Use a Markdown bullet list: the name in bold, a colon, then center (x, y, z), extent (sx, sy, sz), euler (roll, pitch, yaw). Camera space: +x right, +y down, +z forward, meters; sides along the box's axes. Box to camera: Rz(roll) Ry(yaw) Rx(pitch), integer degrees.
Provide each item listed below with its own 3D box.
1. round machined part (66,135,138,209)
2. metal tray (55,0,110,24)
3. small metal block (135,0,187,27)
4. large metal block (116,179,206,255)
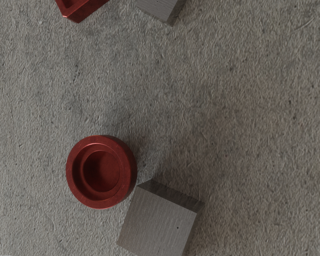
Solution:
- **round machined part**: center (-0.076, 0.058, 0.425), extent (0.098, 0.042, 0.097), euler (0, 90, 19)
- **metal tray**: center (-0.122, -0.232, 0.447), extent (0.090, 0.030, 0.130), euler (-30, 81, 17)
- **small metal block**: center (0.004, -0.169, 0.407), extent (0.050, 0.025, 0.050), euler (32, 100, 16)
- **large metal block**: center (0.002, 0.121, 0.394), extent (0.080, 0.050, 0.080), euler (21, 97, 18)
